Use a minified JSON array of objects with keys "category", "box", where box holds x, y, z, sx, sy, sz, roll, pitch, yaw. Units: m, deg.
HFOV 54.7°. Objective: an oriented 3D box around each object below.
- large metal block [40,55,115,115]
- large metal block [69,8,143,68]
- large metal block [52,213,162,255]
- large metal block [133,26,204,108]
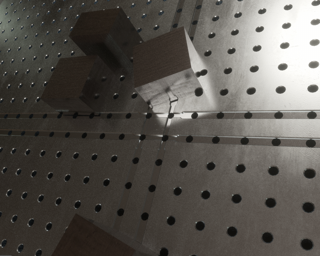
[{"category":"large metal block","box":[-0.132,-0.068,0.501,0.080,0.050,0.080,2,63,29]},{"category":"large metal block","box":[-0.083,-0.142,0.502,0.080,0.080,0.050,6,65,30]},{"category":"large metal block","box":[-0.048,0.135,0.314,0.080,0.080,0.050,17,71,34]},{"category":"large metal block","box":[0.010,-0.085,0.438,0.080,0.050,0.080,-17,55,18]}]
